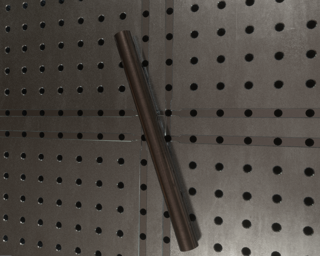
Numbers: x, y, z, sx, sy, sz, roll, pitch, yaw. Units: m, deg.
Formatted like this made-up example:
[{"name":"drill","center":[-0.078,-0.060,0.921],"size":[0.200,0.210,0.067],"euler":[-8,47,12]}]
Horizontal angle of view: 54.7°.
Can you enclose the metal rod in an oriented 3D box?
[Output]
[{"name":"metal rod","center":[-0.007,0.012,0.414],"size":[0.025,0.025,0.299],"euler":[-20,84,18]}]
